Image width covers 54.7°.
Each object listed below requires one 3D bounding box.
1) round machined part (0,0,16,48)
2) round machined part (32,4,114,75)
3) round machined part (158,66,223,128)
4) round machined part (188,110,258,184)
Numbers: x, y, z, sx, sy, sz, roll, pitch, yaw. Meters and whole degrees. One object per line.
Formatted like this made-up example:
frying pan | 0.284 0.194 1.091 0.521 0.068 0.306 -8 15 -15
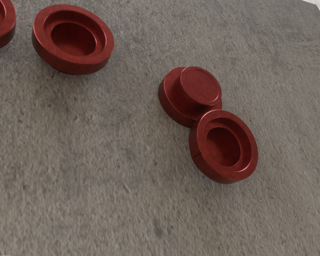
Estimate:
round machined part | -0.218 -0.121 0.350 0.099 0.042 0.098 14 56 -21
round machined part | -0.112 -0.108 0.399 0.099 0.042 0.098 14 56 -21
round machined part | 0.051 -0.051 0.453 0.099 0.042 0.098 14 56 -21
round machined part | 0.080 0.028 0.417 0.099 0.042 0.098 13 61 -24
